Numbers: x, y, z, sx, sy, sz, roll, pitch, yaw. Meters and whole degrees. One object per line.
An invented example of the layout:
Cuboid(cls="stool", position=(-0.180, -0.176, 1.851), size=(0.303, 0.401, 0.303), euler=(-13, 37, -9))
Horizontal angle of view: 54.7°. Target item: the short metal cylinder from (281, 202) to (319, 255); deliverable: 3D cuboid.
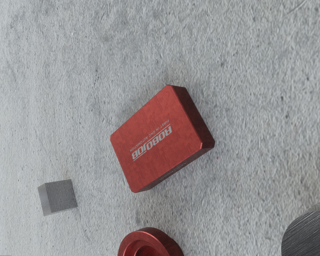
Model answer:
Cuboid(cls="short metal cylinder", position=(0.152, 0.105, 0.263), size=(0.080, 0.050, 0.079), euler=(0, 90, 39))

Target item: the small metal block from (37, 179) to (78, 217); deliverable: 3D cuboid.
Cuboid(cls="small metal block", position=(-0.175, 0.118, 0.530), size=(0.025, 0.050, 0.050), euler=(-30, 72, 36))

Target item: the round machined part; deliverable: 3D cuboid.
Cuboid(cls="round machined part", position=(-0.006, 0.177, 0.397), size=(0.098, 0.042, 0.097), euler=(0, 90, 39))

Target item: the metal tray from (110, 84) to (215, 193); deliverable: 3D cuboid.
Cuboid(cls="metal tray", position=(-0.003, 0.017, 0.402), size=(0.130, 0.030, 0.090), euler=(-39, 67, 33))
